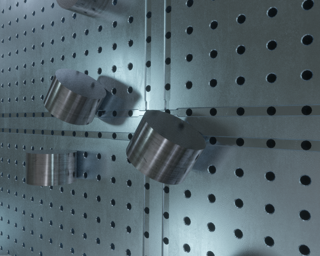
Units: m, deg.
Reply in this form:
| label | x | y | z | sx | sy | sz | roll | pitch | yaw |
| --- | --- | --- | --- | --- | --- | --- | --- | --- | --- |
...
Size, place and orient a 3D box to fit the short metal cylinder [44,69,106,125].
| label | x | y | z | sx | sy | sz | roll | pitch | yaw |
| --- | --- | --- | --- | --- | --- | --- | --- | --- | --- |
| short metal cylinder | -0.131 | -0.049 | 0.479 | 0.080 | 0.081 | 0.050 | 47 | 118 | 29 |

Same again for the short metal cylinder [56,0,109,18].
| label | x | y | z | sx | sy | sz | roll | pitch | yaw |
| --- | --- | --- | --- | --- | --- | --- | --- | --- | --- |
| short metal cylinder | -0.122 | -0.223 | 0.491 | 0.080 | 0.050 | 0.079 | 0 | 90 | 39 |

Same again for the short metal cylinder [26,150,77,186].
| label | x | y | z | sx | sy | sz | roll | pitch | yaw |
| --- | --- | --- | --- | --- | --- | --- | --- | --- | --- |
| short metal cylinder | -0.181 | 0.064 | 0.520 | 0.080 | 0.081 | 0.050 | 2 | 91 | 39 |

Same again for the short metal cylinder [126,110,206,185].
| label | x | y | z | sx | sy | sz | roll | pitch | yaw |
| --- | --- | --- | --- | --- | --- | --- | --- | --- | --- |
| short metal cylinder | 0.007 | 0.021 | 0.366 | 0.080 | 0.081 | 0.050 | 42 | 116 | 31 |
